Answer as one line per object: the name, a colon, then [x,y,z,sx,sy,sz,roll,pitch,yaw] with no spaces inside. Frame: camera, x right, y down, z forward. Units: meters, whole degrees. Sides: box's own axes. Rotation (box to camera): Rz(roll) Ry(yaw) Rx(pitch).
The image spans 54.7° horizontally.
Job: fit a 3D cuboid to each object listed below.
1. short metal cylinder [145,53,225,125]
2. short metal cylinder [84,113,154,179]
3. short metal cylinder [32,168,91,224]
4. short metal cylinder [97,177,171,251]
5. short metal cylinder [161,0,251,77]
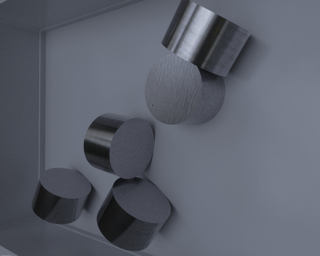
short metal cylinder: [0.029,-0.044,0.365,0.080,0.050,0.079,0,90,39]
short metal cylinder: [-0.053,0.022,0.413,0.050,0.081,0.079,11,97,39]
short metal cylinder: [-0.158,0.108,0.498,0.080,0.081,0.050,37,113,33]
short metal cylinder: [-0.033,0.107,0.397,0.080,0.081,0.050,43,116,31]
short metal cylinder: [0.048,-0.096,0.330,0.080,0.081,0.050,42,115,32]
